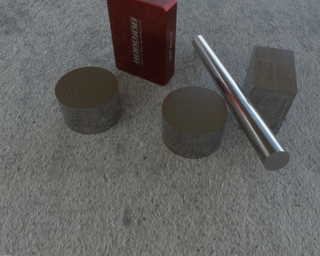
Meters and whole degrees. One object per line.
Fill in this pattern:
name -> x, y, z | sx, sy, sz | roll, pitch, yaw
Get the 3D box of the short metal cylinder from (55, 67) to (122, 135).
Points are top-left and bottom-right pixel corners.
short metal cylinder -> -0.094, -0.038, 0.418 | 0.081, 0.050, 0.080 | 0, 50, 0

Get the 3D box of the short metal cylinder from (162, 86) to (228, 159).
short metal cylinder -> 0.042, -0.008, 0.394 | 0.081, 0.050, 0.080 | 0, 50, 0

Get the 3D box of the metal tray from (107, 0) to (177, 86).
metal tray -> -0.024, -0.130, 0.444 | 0.090, 0.129, 0.030 | 23, 54, 18

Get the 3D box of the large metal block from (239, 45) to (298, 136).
large metal block -> 0.140, -0.049, 0.410 | 0.050, 0.080, 0.080 | 10, 51, 8

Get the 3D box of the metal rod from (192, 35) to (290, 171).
metal rod -> 0.088, -0.057, 0.408 | 0.025, 0.025, 0.300 | -6, 37, -5
